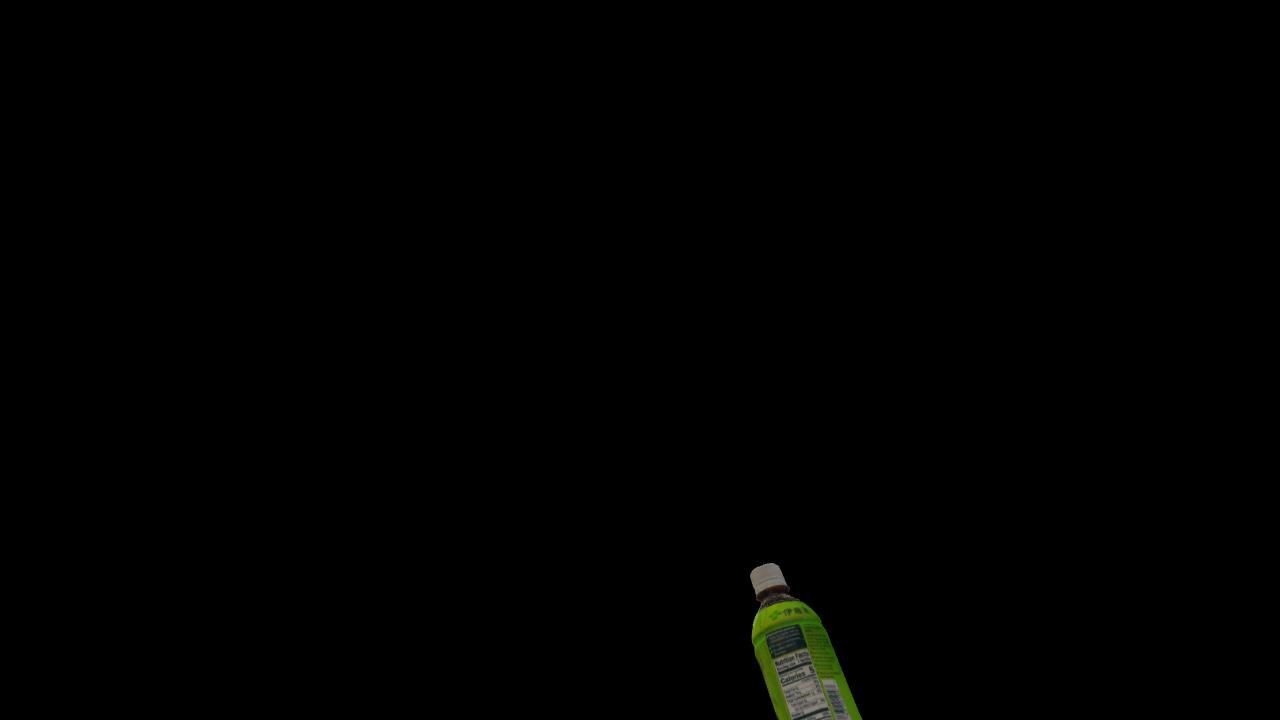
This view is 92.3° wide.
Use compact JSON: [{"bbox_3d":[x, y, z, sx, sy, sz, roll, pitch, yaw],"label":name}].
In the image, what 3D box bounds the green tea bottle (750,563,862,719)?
[{"bbox_3d":[0.144,0.279,0.529,0.073,0.212,0.073,-8,-43,-7],"label":"green tea bottle"}]
